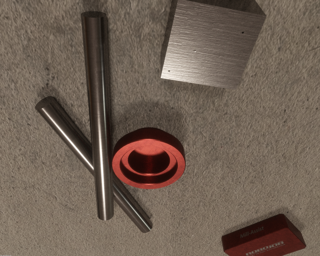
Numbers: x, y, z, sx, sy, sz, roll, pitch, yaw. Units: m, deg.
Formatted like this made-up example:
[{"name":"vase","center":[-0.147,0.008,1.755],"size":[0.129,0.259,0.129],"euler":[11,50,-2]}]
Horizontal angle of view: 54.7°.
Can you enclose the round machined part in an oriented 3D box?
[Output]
[{"name":"round machined part","center":[-0.015,0.037,0.428],"size":[0.099,0.042,0.097],"euler":[-1,130,0]}]

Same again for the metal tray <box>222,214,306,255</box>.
[{"name":"metal tray","center":[0.197,0.219,0.594],"size":[0.130,0.030,0.090],"euler":[-31,124,23]}]

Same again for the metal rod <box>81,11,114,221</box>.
[{"name":"metal rod","center":[-0.075,0.009,0.393],"size":[0.025,0.025,0.298],"euler":[2,124,-3]}]

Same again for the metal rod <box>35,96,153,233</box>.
[{"name":"metal rod","center":[-0.083,0.073,0.468],"size":[0.025,0.025,0.299],"euler":[-18,128,14]}]

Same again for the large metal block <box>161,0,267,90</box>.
[{"name":"large metal block","center":[0.048,-0.091,0.314],"size":[0.081,0.050,0.079],"euler":[8,130,-7]}]
